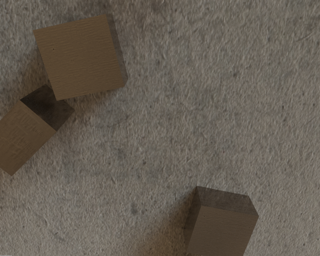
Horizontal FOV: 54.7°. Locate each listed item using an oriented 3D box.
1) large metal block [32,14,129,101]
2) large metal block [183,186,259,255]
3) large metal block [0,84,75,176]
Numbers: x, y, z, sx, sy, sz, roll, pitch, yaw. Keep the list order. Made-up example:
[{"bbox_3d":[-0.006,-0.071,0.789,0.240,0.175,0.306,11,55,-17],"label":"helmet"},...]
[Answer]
[{"bbox_3d":[-0.088,-0.084,0.364,0.080,0.050,0.079,-11,110,4],"label":"large metal block"},{"bbox_3d":[0.085,0.138,0.449,0.081,0.050,0.079,12,110,-5],"label":"large metal block"},{"bbox_3d":[-0.159,-0.001,0.378,0.080,0.080,0.050,-42,105,13],"label":"large metal block"}]
